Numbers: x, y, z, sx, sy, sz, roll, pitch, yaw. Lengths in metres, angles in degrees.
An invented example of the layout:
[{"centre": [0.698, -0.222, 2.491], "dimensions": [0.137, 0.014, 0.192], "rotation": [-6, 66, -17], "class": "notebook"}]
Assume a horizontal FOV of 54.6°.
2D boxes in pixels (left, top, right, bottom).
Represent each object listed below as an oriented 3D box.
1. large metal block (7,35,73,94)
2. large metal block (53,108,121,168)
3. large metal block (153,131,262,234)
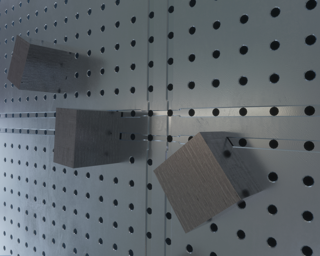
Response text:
[{"centre": [-0.213, -0.111, 0.551], "dimensions": [0.050, 0.081, 0.080], "rotation": [34, 111, 35], "class": "large metal block"}, {"centre": [-0.107, 0.012, 0.464], "dimensions": [0.050, 0.081, 0.080], "rotation": [7, 95, 40], "class": "large metal block"}, {"centre": [0.051, 0.060, 0.352], "dimensions": [0.080, 0.050, 0.080], "rotation": [-43, 64, 31], "class": "large metal block"}]
